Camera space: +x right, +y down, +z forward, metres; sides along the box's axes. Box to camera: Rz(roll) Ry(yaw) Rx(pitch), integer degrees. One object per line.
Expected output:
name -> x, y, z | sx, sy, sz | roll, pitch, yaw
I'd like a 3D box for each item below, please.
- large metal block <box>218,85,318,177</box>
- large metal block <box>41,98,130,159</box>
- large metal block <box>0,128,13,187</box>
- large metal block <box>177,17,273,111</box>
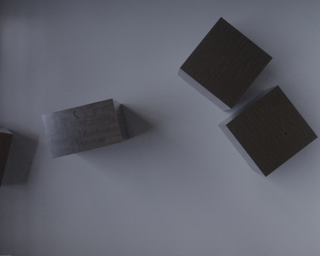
large metal block -> 0.136, 0.004, 0.401 | 0.080, 0.050, 0.080 | -37, 90, 0
large metal block -> -0.086, 0.000, 0.383 | 0.080, 0.080, 0.050 | -13, 90, 0
large metal block -> -0.236, 0.036, 0.377 | 0.081, 0.050, 0.080 | 13, 90, -36
large metal block -> 0.080, -0.079, 0.400 | 0.080, 0.050, 0.080 | 39, 90, -1
